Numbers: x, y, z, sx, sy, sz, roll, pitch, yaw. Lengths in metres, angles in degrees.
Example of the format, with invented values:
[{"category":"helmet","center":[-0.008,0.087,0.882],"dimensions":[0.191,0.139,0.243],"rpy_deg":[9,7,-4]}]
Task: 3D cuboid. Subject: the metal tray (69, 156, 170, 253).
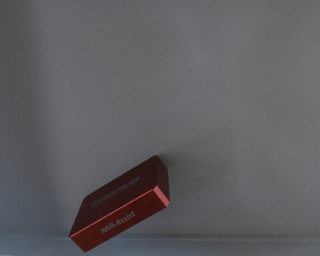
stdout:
[{"category":"metal tray","center":[-0.051,0.097,0.411],"dimensions":[0.130,0.090,0.030],"rpy_deg":[-32,107,10]}]
